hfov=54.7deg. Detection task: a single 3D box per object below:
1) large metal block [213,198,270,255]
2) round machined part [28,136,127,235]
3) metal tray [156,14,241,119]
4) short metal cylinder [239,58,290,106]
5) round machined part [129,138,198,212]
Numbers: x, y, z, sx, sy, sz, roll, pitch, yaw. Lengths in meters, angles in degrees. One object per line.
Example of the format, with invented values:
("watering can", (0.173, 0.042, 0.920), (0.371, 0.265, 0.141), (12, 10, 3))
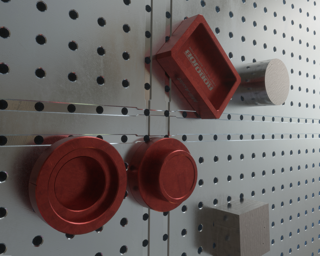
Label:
("large metal block", (0.134, 0.166, 0.505), (0.081, 0.050, 0.079), (-4, 93, -40))
("round machined part", (-0.087, 0.057, 0.325), (0.099, 0.042, 0.097), (0, 90, -40))
("metal tray", (0.062, -0.086, 0.457), (0.130, 0.030, 0.090), (49, 61, -29))
("short metal cylinder", (0.185, -0.079, 0.548), (0.081, 0.050, 0.080), (0, 90, -40))
("round machined part", (0.011, 0.062, 0.408), (0.099, 0.042, 0.097), (0, 90, -40))
